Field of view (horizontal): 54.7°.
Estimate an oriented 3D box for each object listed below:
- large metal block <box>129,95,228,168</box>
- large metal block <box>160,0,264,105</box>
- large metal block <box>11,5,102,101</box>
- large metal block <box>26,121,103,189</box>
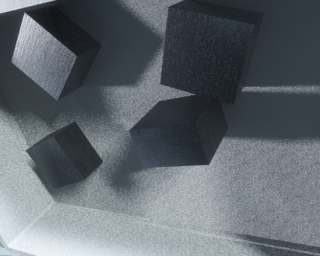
[{"bbox_3d":[0.025,0.001,0.361,0.080,0.080,0.050,-7,115,31],"label":"large metal block"},{"bbox_3d":[0.051,-0.079,0.317,0.080,0.050,0.079,19,126,17],"label":"large metal block"},{"bbox_3d":[-0.136,-0.097,0.404,0.080,0.050,0.080,40,129,0],"label":"large metal block"},{"bbox_3d":[-0.155,0.046,0.502,0.080,0.050,0.080,-21,107,36],"label":"large metal block"}]
